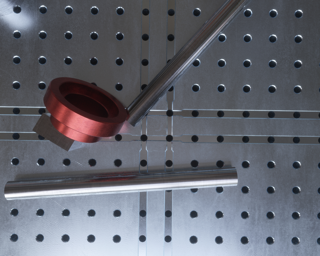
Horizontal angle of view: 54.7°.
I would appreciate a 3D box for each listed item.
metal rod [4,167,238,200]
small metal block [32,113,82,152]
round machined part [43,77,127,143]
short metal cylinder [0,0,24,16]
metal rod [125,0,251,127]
[{"bbox_3d":[-0.050,0.074,0.412,0.302,0.025,0.025,-4,90,0],"label":"metal rod"},{"bbox_3d":[-0.127,0.005,0.400,0.050,0.050,0.025,31,91,0],"label":"small metal block"},{"bbox_3d":[-0.094,-0.018,0.380,0.098,0.098,0.042,31,112,0],"label":"round machined part"},{"bbox_3d":[-0.222,-0.193,0.399,0.081,0.050,0.080,0,90,0],"label":"short metal cylinder"},{"bbox_3d":[0.058,-0.120,0.413,0.025,0.025,0.300,42,90,0],"label":"metal rod"}]
